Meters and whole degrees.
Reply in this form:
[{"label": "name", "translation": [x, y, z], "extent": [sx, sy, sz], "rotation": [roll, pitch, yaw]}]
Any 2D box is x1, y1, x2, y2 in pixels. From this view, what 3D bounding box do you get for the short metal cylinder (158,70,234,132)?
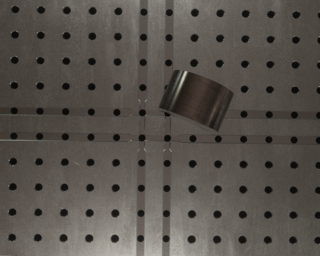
[{"label": "short metal cylinder", "translation": [0.044, -0.033, 0.387], "extent": [0.080, 0.080, 0.050], "rotation": [22, 90, -1]}]
